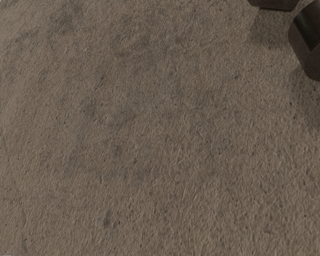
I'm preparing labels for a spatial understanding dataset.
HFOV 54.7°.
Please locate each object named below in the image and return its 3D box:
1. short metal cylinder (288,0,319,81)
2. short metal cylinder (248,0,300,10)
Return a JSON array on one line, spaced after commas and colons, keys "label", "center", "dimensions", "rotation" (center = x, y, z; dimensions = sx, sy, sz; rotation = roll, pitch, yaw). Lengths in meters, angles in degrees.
[{"label": "short metal cylinder", "center": [0.186, -0.095, 0.329], "dimensions": [0.080, 0.080, 0.050], "rotation": [-19, 55, 17]}, {"label": "short metal cylinder", "center": [0.156, -0.201, 0.410], "dimensions": [0.050, 0.080, 0.080], "rotation": [23, 74, 36]}]
